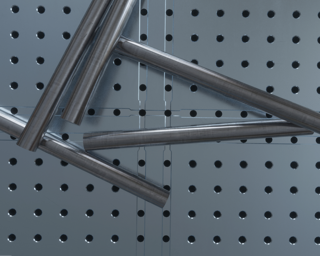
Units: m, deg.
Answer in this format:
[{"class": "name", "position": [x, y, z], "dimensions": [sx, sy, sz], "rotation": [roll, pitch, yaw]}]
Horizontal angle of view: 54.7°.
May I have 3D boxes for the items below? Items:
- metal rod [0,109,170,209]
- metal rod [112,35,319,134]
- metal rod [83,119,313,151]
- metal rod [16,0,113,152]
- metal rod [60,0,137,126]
[{"class": "metal rod", "position": [-0.127, 0.030, 0.411], "dimensions": [0.301, 0.025, 0.025], "rotation": [26, 90, -1]}, {"class": "metal rod", "position": [0.073, -0.059, 0.401], "dimensions": [0.301, 0.025, 0.025], "rotation": [23, 90, 5]}, {"class": "metal rod", "position": [0.051, 0.008, 0.414], "dimensions": [0.302, 0.025, 0.025], "rotation": [-4, 90, -1]}, {"class": "metal rod", "position": [-0.101, -0.110, 0.398], "dimensions": [0.025, 0.025, 0.299], "rotation": [26, 84, -1]}, {"class": "metal rod", "position": [-0.051, -0.144, 0.391], "dimensions": [0.025, 0.025, 0.299], "rotation": [22, 81, -1]}]
